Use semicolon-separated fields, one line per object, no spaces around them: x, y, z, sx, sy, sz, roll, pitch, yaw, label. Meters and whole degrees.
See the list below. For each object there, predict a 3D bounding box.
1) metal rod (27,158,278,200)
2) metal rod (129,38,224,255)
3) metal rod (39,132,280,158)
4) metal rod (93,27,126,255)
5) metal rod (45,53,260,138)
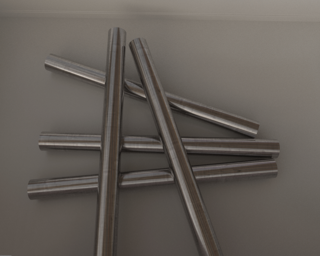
-0.007;0.063;0.385;0.302;0.025;0.025;-5;70;-2;metal rod
0.015;0.019;0.375;0.025;0.025;0.299;-17;71;-6;metal rod
-0.001;0.022;0.400;0.302;0.025;0.025;2;70;0;metal rod
-0.059;0.009;0.377;0.025;0.025;0.299;0;70;0;metal rod
-0.015;-0.045;0.424;0.301;0.025;0.025;19;71;6;metal rod
